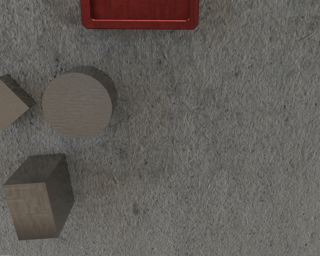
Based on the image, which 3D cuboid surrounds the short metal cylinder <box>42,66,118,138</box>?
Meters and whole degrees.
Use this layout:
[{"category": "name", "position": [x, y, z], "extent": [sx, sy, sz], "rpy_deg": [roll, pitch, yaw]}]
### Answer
[{"category": "short metal cylinder", "position": [-0.096, -0.033, 0.383], "extent": [0.081, 0.050, 0.079], "rpy_deg": [0, 110, 0]}]

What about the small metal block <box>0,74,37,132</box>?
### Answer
[{"category": "small metal block", "position": [-0.198, -0.032, 0.396], "extent": [0.050, 0.025, 0.050], "rpy_deg": [-38, 106, 12]}]

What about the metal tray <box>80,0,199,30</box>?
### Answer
[{"category": "metal tray", "position": [-0.022, -0.158, 0.348], "extent": [0.131, 0.030, 0.089], "rpy_deg": [0, 110, -1]}]

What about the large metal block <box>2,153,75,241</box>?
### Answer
[{"category": "large metal block", "position": [-0.155, 0.088, 0.411], "extent": [0.050, 0.080, 0.079], "rpy_deg": [-4, 110, 1]}]
